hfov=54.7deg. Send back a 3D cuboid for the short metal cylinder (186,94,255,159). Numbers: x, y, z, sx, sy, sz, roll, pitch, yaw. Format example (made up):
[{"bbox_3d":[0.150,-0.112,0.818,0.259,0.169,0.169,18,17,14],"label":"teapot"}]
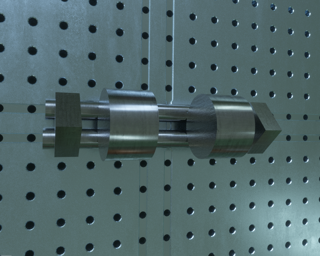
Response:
[{"bbox_3d":[0.073,-0.002,0.387,0.050,0.080,0.079,1,90,-20],"label":"short metal cylinder"}]

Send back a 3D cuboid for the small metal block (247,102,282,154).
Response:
[{"bbox_3d":[0.132,0.000,0.424,0.025,0.050,0.050,1,49,-20],"label":"small metal block"}]

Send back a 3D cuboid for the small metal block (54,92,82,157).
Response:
[{"bbox_3d":[-0.101,-0.003,0.338,0.025,0.050,0.050,1,48,-20],"label":"small metal block"}]

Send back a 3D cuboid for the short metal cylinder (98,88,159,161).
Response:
[{"bbox_3d":[-0.038,-0.003,0.346,0.050,0.080,0.079,1,90,-20],"label":"short metal cylinder"}]

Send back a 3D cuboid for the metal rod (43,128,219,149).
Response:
[{"bbox_3d":[0.005,0.015,0.414,0.302,0.025,0.025,1,90,-20],"label":"metal rod"}]

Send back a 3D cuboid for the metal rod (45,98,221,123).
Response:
[{"bbox_3d":[0.008,-0.020,0.415,0.302,0.025,0.025,1,90,-20],"label":"metal rod"}]
